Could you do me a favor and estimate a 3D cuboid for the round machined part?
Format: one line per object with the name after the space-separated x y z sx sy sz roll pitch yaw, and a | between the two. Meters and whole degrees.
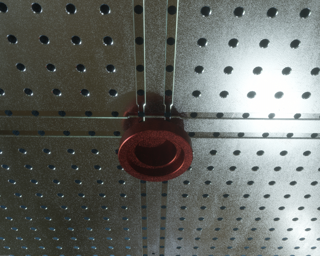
-0.006 0.026 0.423 0.099 0.042 0.097 -1 130 0 | round machined part
